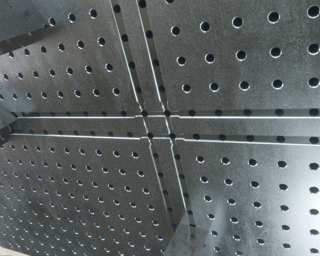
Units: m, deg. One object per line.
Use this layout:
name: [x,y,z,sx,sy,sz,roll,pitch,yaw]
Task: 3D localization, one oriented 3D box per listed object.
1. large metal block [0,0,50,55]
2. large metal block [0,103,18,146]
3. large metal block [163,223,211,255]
large metal block: [-0.207,-0.144,0.397,0.050,0.080,0.080,-25,105,37]
large metal block: [-0.315,-0.010,0.556,0.080,0.050,0.080,43,129,-2]
large metal block: [0.043,0.212,0.485,0.050,0.080,0.080,7,121,25]
